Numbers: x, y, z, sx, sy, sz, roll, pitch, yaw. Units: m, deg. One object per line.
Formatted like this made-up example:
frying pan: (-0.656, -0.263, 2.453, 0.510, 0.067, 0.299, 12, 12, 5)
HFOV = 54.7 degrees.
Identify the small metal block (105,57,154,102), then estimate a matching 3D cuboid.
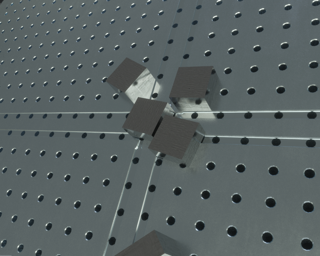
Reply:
small metal block: (-0.047, -0.075, 0.477, 0.050, 0.025, 0.050, 34, 81, 38)

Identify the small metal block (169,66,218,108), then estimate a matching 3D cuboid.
small metal block: (0.046, -0.055, 0.417, 0.050, 0.025, 0.050, 4, 64, 29)

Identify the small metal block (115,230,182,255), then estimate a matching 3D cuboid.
small metal block: (-0.011, 0.133, 0.315, 0.050, 0.050, 0.025, -35, 52, 5)

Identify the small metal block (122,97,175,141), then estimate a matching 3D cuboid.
small metal block: (-0.015, -0.011, 0.422, 0.050, 0.025, 0.050, 14, 69, 33)

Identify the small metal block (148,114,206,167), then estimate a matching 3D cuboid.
small metal block: (0.021, 0.015, 0.387, 0.050, 0.025, 0.050, 16, 70, 34)
